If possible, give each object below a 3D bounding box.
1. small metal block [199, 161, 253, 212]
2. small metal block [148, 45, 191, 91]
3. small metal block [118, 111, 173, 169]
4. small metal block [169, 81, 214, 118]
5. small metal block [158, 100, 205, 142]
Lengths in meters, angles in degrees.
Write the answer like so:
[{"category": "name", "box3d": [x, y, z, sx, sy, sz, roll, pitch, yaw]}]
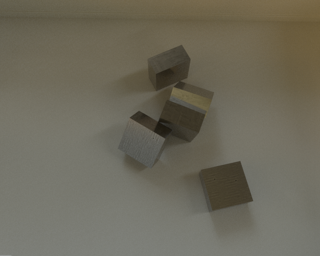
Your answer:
[{"category": "small metal block", "box3d": [0.080, 0.073, 0.384, 0.050, 0.025, 0.050, -12, 71, -5]}, {"category": "small metal block", "box3d": [0.012, -0.081, 0.426, 0.050, 0.050, 0.025, -24, 72, -9]}, {"category": "small metal block", "box3d": [-0.019, 0.015, 0.389, 0.050, 0.050, 0.025, 30, 32, 10]}, {"category": "small metal block", "box3d": [0.042, -0.039, 0.409, 0.050, 0.050, 0.025, 19, 110, 6]}, {"category": "small metal block", "box3d": [0.025, -0.008, 0.396, 0.050, 0.050, 0.025, 21, 73, 0]}]
